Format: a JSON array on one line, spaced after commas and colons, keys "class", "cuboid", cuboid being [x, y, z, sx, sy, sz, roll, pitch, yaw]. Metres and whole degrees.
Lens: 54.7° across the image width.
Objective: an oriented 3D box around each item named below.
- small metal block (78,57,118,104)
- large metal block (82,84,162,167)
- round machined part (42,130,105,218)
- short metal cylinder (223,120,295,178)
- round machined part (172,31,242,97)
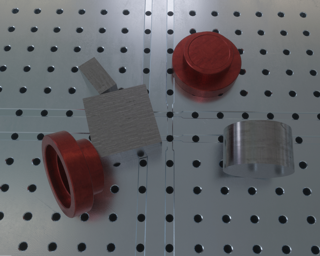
[{"class": "small metal block", "cuboid": [-0.081, -0.059, 0.419, 0.025, 0.050, 0.050, -36, 74, -12]}, {"class": "large metal block", "cuboid": [-0.047, -0.002, 0.399, 0.081, 0.050, 0.080, -14, 71, -5]}, {"class": "round machined part", "cuboid": [-0.099, 0.050, 0.360, 0.042, 0.097, 0.098, -17, 69, -34]}, {"class": "short metal cylinder", "cuboid": [0.117, 0.028, 0.373, 0.080, 0.080, 0.050, 4, 70, 1]}, {"class": "round machined part", "cuboid": [0.066, -0.096, 0.438, 0.099, 0.042, 0.098, 0, 70, 0]}]
